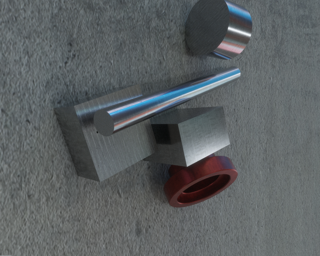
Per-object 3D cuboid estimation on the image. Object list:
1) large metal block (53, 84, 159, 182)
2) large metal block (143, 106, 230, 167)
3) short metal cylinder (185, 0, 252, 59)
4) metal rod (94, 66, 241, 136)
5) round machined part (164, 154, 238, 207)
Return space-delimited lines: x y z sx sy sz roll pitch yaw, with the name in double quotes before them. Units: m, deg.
"large metal block" -0.057 0.003 0.342 0.081 0.050 0.080 -26 107 -37
"large metal block" 0.028 0.008 0.395 0.081 0.080 0.050 -21 104 -38
"short metal cylinder" 0.082 -0.141 0.440 0.050 0.080 0.079 0 90 -40
"metal rod" 0.035 -0.047 0.392 0.302 0.025 0.025 -27 108 -51
"round machined part" 0.050 0.064 0.415 0.099 0.097 0.042 6 48 -40
